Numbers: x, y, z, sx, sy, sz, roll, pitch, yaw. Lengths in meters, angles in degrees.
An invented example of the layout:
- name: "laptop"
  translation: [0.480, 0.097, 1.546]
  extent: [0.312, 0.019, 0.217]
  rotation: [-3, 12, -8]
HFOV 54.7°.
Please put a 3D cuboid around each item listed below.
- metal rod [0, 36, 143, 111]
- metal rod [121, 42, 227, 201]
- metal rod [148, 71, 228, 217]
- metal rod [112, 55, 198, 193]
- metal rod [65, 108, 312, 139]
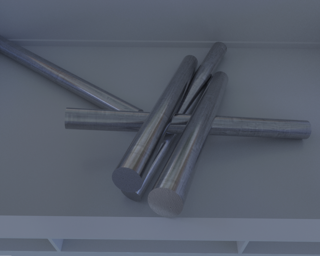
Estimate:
- name: "metal rod"
  translation: [-0.153, -0.080, 0.470]
  extent: [0.300, 0.025, 0.025]
  rotation: [28, 56, 21]
- name: "metal rod"
  translation: [0.034, -0.030, 0.429]
  extent: [0.025, 0.025, 0.301]
  rotation: [21, 53, 16]
- name: "metal rod"
  translation: [0.047, -0.012, 0.340]
  extent: [0.025, 0.025, 0.301]
  rotation: [14, 28, 12]
- name: "metal rod"
  translation: [0.011, -0.032, 0.369]
  extent: [0.025, 0.025, 0.301]
  rotation: [12, 32, 10]
- name: "metal rod"
  translation: [0.041, -0.004, 0.381]
  extent: [0.302, 0.025, 0.025]
  rotation: [3, 50, -9]
